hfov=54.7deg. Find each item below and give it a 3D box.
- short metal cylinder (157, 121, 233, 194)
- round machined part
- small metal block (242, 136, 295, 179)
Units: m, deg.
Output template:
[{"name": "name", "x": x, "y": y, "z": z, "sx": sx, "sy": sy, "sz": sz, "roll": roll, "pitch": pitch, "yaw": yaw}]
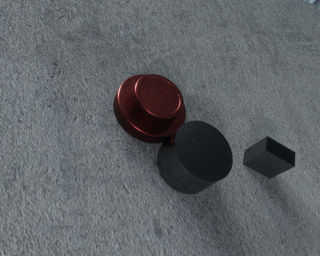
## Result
[{"name": "short metal cylinder", "x": 0.043, "y": 0.037, "z": 0.390, "sx": 0.081, "sy": 0.050, "sz": 0.080, "roll": 14, "pitch": 56, "yaw": -21}, {"name": "round machined part", "x": -0.008, "y": -0.032, "z": 0.410, "sx": 0.099, "sy": 0.042, "sz": 0.098, "roll": 14, "pitch": 56, "yaw": -21}, {"name": "small metal block", "x": 0.157, "y": 0.044, "z": 0.448, "sx": 0.050, "sy": 0.050, "sz": 0.025, "roll": 29, "pitch": 52, "yaw": -11}]
